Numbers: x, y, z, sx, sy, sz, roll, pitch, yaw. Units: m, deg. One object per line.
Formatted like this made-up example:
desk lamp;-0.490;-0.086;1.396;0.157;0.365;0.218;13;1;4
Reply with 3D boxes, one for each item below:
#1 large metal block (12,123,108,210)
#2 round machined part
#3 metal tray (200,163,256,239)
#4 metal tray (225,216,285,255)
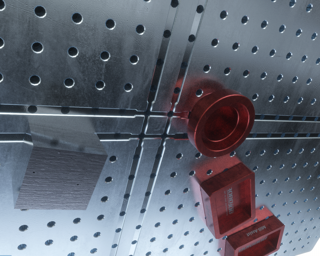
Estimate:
large metal block;-0.118;0.047;0.360;0.081;0.050;0.079;11;113;-33
round machined part;0.081;-0.011;0.438;0.099;0.042;0.097;-14;124;-21
metal tray;0.126;0.134;0.559;0.091;0.030;0.129;-24;127;-14
metal tray;0.206;0.254;0.677;0.131;0.030;0.089;-17;125;-19
